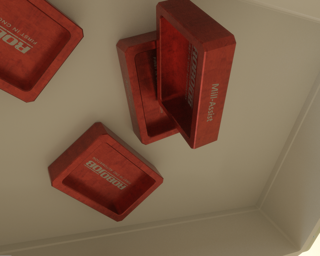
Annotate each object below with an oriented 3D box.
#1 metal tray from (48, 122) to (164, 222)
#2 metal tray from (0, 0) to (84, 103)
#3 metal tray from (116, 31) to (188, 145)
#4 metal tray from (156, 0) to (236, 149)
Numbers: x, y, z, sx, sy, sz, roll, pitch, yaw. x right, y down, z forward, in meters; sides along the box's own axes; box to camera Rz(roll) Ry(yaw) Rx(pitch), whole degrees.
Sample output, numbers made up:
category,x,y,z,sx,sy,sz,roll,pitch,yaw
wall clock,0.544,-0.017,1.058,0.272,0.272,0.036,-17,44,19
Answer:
category,x,y,z,sx,sy,sz,roll,pitch,yaw
metal tray,-0.067,0.063,0.408,0.090,0.030,0.130,-44,130,2
metal tray,-0.146,-0.091,0.269,0.130,0.030,0.090,34,99,-39
metal tray,0.005,-0.051,0.378,0.091,0.030,0.129,-20,127,-17
metal tray,0.029,-0.052,0.317,0.030,0.090,0.129,-20,140,-17
